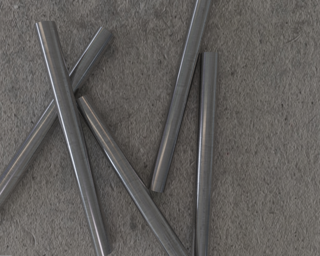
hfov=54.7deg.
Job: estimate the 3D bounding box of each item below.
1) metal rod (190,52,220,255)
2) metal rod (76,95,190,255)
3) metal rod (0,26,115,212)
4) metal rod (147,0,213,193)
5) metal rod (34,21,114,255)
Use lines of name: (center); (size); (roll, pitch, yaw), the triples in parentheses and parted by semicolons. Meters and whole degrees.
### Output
metal rod: (0.059, 0.051, 0.410); (0.025, 0.025, 0.298); (3, 90, 0)
metal rod: (-0.023, 0.088, 0.396); (0.025, 0.025, 0.299); (-33, 85, 0)
metal rod: (-0.152, -0.002, 0.408); (0.025, 0.025, 0.299); (33, 90, 0)
metal rod: (0.031, -0.063, 0.409); (0.025, 0.025, 0.298); (14, 90, 0)
metal rod: (-0.106, 0.019, 0.391); (0.025, 0.025, 0.298); (-13, 97, 0)
